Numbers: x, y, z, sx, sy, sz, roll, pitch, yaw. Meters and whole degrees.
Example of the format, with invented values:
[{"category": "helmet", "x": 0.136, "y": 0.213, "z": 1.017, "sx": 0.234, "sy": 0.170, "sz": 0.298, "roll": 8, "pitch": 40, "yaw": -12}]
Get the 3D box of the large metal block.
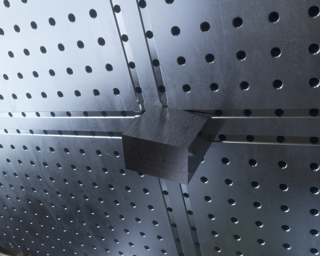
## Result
[{"category": "large metal block", "x": 0.010, "y": 0.017, "z": 0.381, "sx": 0.080, "sy": 0.080, "sz": 0.050, "roll": 11, "pitch": 123, "yaw": 22}]
